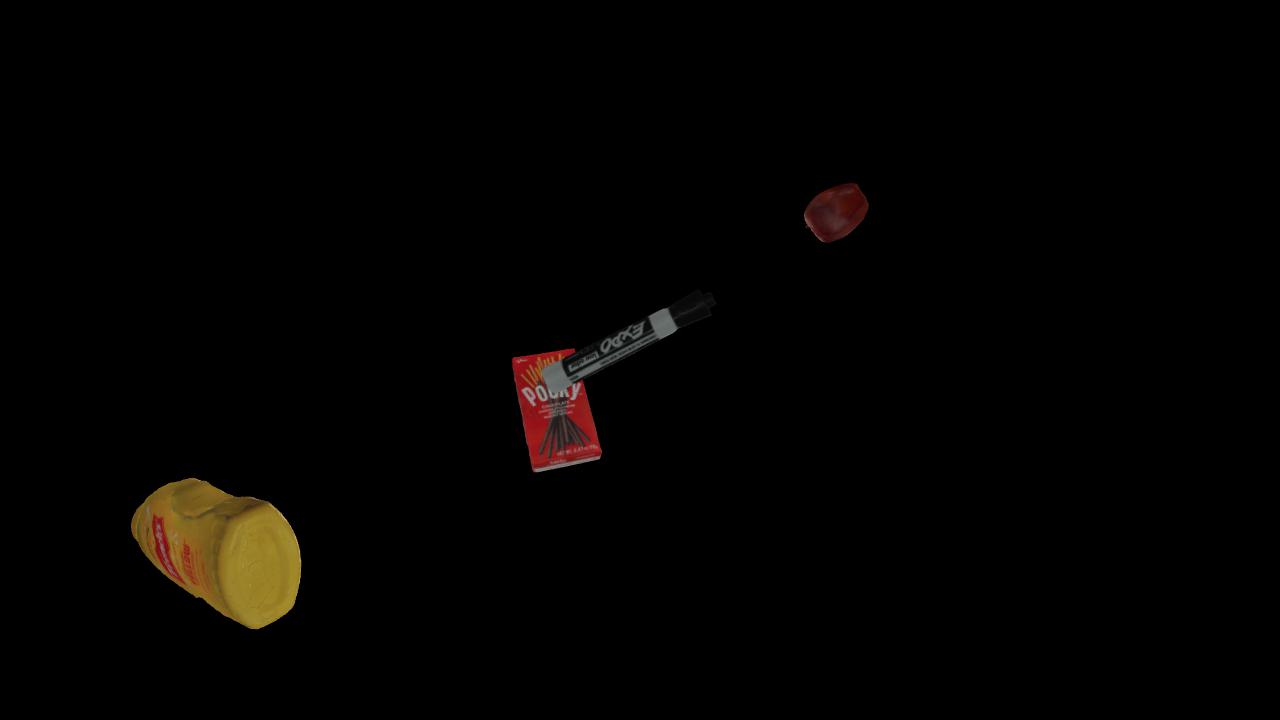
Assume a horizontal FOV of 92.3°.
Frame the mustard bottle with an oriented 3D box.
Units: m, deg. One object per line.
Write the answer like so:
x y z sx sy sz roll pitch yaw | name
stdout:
-0.337 0.137 0.474 0.184 0.092 0.054 5 21 31 | mustard bottle

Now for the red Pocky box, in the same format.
-0.105 0.057 0.752 0.083 0.155 0.028 -11 -34 -13 | red Pocky box

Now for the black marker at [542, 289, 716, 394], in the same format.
-0.007 -0.013 0.396 0.121 0.020 0.020 -27 -5 10 | black marker

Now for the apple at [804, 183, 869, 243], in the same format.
0.290 -0.220 0.917 0.093 0.079 0.079 -31 -15 26 | apple
